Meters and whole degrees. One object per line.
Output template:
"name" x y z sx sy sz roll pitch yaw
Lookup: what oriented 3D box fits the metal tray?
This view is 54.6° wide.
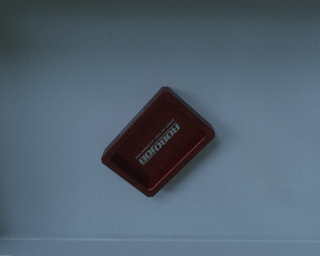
"metal tray" -0.003 0.021 0.416 0.090 0.030 0.130 40 105 -14
